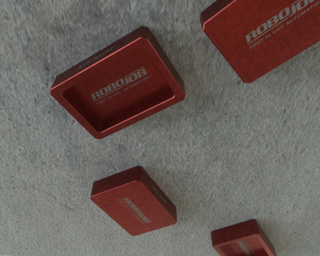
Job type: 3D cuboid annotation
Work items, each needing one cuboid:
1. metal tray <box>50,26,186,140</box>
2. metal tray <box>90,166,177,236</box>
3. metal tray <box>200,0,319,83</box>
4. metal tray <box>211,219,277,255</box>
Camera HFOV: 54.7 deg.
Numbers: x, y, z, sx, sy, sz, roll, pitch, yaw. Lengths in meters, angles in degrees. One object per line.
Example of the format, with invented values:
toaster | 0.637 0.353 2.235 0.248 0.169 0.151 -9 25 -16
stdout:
metal tray | -0.048 -0.047 0.363 0.130 0.030 0.090 -25 126 19
metal tray | -0.040 0.124 0.509 0.090 0.030 0.130 -22 127 17
metal tray | 0.118 -0.114 0.309 0.130 0.030 0.090 -33 124 24
metal tray | 0.167 0.234 0.605 0.090 0.030 0.130 -24 127 18
